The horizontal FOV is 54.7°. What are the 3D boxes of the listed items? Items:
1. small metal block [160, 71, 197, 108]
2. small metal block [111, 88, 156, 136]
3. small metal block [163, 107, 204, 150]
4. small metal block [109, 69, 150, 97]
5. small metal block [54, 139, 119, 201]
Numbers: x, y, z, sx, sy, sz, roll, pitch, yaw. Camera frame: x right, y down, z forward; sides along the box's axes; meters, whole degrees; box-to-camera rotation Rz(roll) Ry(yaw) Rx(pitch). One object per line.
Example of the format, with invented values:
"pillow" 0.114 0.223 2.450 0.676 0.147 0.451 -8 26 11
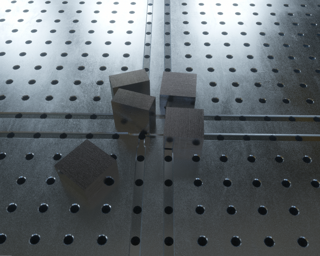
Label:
"small metal block" 0.027 -0.056 0.455 0.050 0.025 0.050 5 50 4
"small metal block" -0.033 -0.021 0.408 0.050 0.050 0.025 14 52 11
"small metal block" 0.031 0.000 0.408 0.050 0.025 0.050 4 50 3
"small metal block" -0.041 -0.051 0.434 0.050 0.050 0.025 -14 52 -12
"small metal block" -0.086 0.048 0.366 0.050 0.025 0.050 32 57 23
